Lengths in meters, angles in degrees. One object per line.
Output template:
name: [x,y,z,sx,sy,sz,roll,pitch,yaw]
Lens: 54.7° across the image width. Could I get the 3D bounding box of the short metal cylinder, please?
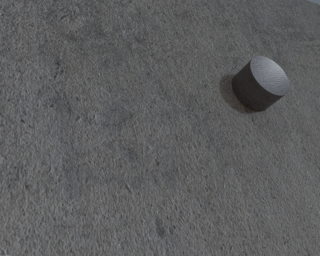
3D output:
short metal cylinder: [0.170,-0.075,0.524,0.081,0.050,0.080,14,56,-21]
